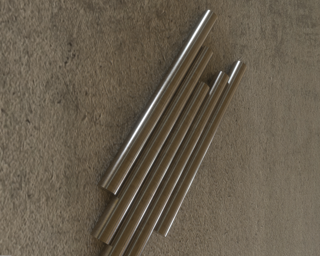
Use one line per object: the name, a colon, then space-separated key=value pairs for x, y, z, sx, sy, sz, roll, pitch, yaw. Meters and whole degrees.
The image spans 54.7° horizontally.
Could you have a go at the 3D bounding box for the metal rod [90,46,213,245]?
metal rod: x=0.000 y=0.006 z=0.408 sx=0.025 sy=0.025 sz=0.300 roll=44 pitch=63 yaw=-32

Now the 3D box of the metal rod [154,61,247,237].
metal rod: x=0.065 y=0.017 z=0.463 sx=0.025 sy=0.025 sz=0.300 roll=44 pitch=64 yaw=-32

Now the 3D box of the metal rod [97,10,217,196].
metal rod: x=0.007 y=-0.049 z=0.414 sx=0.025 sy=0.025 sz=0.300 roll=44 pitch=64 yaw=-32

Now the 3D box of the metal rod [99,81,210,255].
metal rod: x=-0.006 y=0.059 z=0.403 sx=0.025 sy=0.025 sz=0.300 roll=44 pitch=63 yaw=-32

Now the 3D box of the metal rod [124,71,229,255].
metal rod: x=0.029 y=0.039 z=0.433 sx=0.025 sy=0.025 sz=0.300 roll=44 pitch=64 yaw=-32
